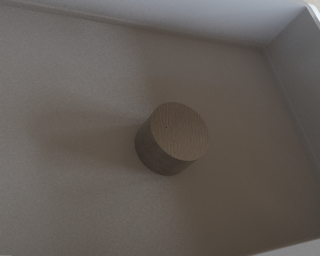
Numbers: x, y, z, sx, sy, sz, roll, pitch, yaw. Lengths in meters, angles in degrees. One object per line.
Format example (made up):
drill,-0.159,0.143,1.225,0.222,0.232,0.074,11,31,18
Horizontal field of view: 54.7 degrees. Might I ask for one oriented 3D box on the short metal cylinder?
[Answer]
short metal cylinder,0.015,0.014,0.391,0.081,0.050,0.080,14,56,-21
